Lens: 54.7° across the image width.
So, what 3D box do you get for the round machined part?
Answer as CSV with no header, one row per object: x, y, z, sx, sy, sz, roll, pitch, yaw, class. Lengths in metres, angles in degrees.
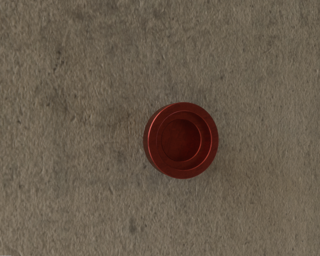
0.024,0.016,0.410,0.099,0.042,0.097,0,90,-21,round machined part
